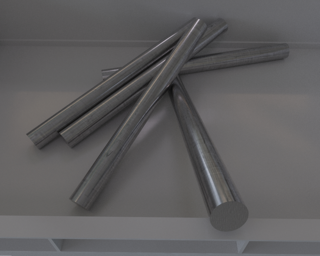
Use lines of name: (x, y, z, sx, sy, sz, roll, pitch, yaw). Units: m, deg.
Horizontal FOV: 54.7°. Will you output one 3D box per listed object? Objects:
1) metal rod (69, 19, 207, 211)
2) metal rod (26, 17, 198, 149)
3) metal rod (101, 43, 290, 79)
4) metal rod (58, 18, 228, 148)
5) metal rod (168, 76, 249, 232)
metal rod: (-0.015, -0.033, 0.395, 0.025, 0.025, 0.300, 24, 65, 18)
metal rod: (-0.051, -0.073, 0.440, 0.301, 0.025, 0.025, -40, 60, -19)
metal rod: (0.061, -0.102, 0.490, 0.302, 0.025, 0.025, -10, 51, -9)
metal rod: (-0.011, -0.074, 0.443, 0.301, 0.025, 0.025, -39, 60, -20)
metal rod: (0.032, -0.007, 0.332, 0.025, 0.025, 0.300, -4, 26, -3)
